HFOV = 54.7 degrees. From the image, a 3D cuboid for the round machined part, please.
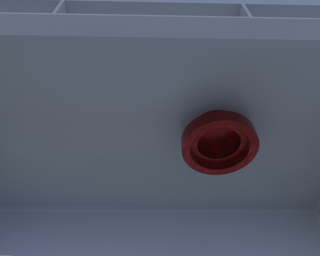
[{"bbox_3d":[0.077,0.015,0.412,0.099,0.042,0.097,-1,130,0],"label":"round machined part"}]
